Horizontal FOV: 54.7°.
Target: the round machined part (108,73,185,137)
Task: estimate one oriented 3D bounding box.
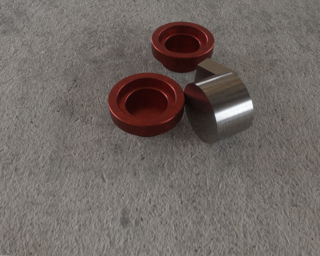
[{"bbox_3d":[-0.017,-0.026,0.413,0.099,0.042,0.098,0,50,1],"label":"round machined part"}]

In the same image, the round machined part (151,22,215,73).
[{"bbox_3d":[0.036,-0.126,0.499,0.099,0.042,0.098,0,50,0],"label":"round machined part"}]

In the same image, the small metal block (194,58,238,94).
[{"bbox_3d":[0.077,-0.064,0.440,0.050,0.050,0.025,34,53,25],"label":"small metal block"}]

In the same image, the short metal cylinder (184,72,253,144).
[{"bbox_3d":[0.071,-0.025,0.390,0.050,0.080,0.080,-20,53,-17],"label":"short metal cylinder"}]
